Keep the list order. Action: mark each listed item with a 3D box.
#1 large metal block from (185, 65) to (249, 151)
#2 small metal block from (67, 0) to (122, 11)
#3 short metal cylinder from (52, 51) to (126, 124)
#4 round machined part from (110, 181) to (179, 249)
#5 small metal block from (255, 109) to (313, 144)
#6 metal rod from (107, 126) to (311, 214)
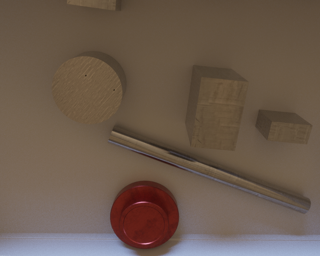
[{"bbox_3d":[0.064,-0.027,0.373,0.050,0.080,0.079,5,110,-2],"label":"large metal block"},{"bbox_3d":[-0.070,-0.146,0.343,0.050,0.050,0.025,7,110,-3],"label":"small metal block"},{"bbox_3d":[-0.084,-0.050,0.378,0.081,0.050,0.079,0,110,-1],"label":"short metal cylinder"},{"bbox_3d":[-0.022,0.129,0.441,0.099,0.042,0.097,0,100,-1],"label":"round machined part"},{"bbox_3d":[0.158,-0.002,0.399,0.050,0.050,0.025,6,110,-3],"label":"small metal block"},{"bbox_3d":[0.074,0.061,0.434,0.302,0.025,0.025,21,109,-8],"label":"metal rod"}]
